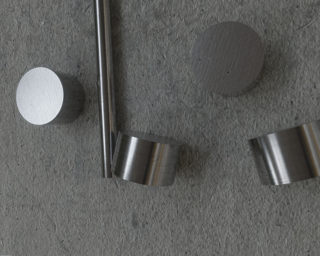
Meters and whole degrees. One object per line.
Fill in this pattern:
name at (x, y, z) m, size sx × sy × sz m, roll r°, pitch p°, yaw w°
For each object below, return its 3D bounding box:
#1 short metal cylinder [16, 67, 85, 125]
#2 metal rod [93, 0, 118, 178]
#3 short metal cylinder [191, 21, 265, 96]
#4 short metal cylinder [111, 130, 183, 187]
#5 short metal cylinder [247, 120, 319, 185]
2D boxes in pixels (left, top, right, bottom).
short metal cylinder at (-0.159, -0.044, 0.452) m, size 0.080 × 0.050 × 0.080 m, roll 0°, pitch 90°, yaw 20°
metal rod at (-0.077, -0.081, 0.435) m, size 0.025 × 0.025 × 0.298 m, roll -4°, pitch 89°, yaw 20°
short metal cylinder at (0.082, -0.079, 0.367) m, size 0.080 × 0.050 × 0.080 m, roll 0°, pitch 90°, yaw 20°
short metal cylinder at (-0.016, 0.035, 0.386) m, size 0.080 × 0.080 × 0.050 m, roll 14°, pitch 95°, yaw 19°
short metal cylinder at (0.140, 0.025, 0.330) m, size 0.080 × 0.080 × 0.050 m, roll -18°, pitch 84°, yaw 19°
